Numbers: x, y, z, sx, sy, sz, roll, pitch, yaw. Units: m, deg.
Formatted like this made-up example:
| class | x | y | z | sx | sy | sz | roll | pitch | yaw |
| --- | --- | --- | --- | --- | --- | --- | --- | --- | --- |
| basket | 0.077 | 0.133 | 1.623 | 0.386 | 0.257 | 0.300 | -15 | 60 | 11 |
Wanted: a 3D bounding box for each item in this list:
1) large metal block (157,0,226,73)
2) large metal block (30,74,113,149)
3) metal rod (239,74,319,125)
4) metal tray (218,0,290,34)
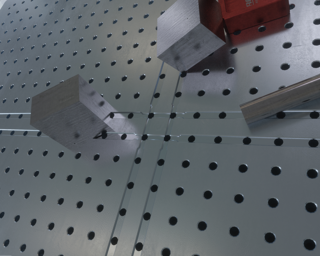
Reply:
| class | x | y | z | sx | sy | sz | roll | pitch | yaw |
| --- | --- | --- | --- | --- | --- | --- | --- | --- | --- |
| large metal block | 0.041 | -0.138 | 0.438 | 0.080 | 0.050 | 0.080 | -30 | 48 | 40 |
| large metal block | -0.127 | -0.021 | 0.453 | 0.080 | 0.080 | 0.050 | -23 | 53 | 14 |
| metal rod | 0.233 | -0.069 | 0.327 | 0.301 | 0.025 | 0.025 | -22 | 54 | 15 |
| metal tray | 0.133 | -0.208 | 0.463 | 0.090 | 0.030 | 0.130 | -13 | 56 | 21 |
